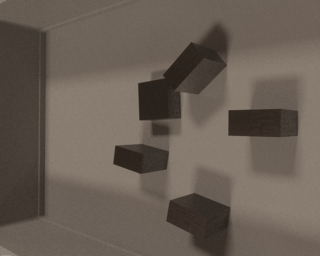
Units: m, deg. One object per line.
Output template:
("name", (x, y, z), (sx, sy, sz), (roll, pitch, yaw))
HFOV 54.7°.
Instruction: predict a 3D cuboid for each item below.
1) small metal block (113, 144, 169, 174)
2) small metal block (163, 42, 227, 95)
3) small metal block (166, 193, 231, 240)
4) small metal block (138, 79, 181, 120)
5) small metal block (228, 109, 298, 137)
("small metal block", (-0.025, 0.039, 0.409), (0.050, 0.050, 0.025), (12, 98, 39))
("small metal block", (0.041, -0.066, 0.356), (0.050, 0.050, 0.025), (-46, 63, 30))
("small metal block", (0.044, 0.098, 0.353), (0.050, 0.050, 0.025), (15, 100, 38))
("small metal block", (-0.001, -0.036, 0.406), (0.050, 0.025, 0.050), (-3, 88, 39))
("small metal block", (0.102, -0.005, 0.305), (0.050, 0.050, 0.025), (1, 91, 39))
